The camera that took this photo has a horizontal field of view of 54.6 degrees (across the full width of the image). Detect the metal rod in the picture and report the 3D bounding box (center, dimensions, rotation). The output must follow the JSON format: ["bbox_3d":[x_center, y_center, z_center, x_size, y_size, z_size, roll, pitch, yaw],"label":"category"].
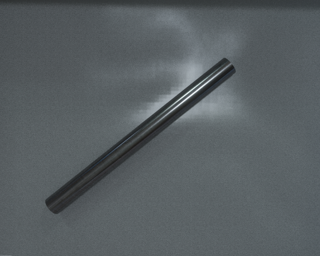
[{"bbox_3d":[-0.025,0.010,0.411,0.300,0.025,0.025,-39,90,0],"label":"metal rod"}]
